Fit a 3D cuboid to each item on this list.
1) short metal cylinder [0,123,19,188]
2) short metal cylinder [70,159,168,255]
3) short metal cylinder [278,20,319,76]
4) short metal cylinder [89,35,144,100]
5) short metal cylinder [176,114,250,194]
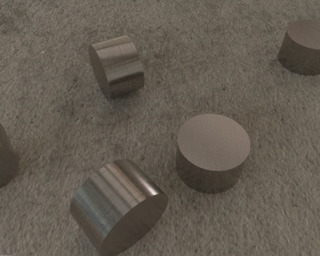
[{"bbox_3d":[-0.205,0.032,0.338,0.081,0.080,0.050,-27,55,-21],"label":"short metal cylinder"},{"bbox_3d":[-0.039,0.077,0.302,0.080,0.080,0.050,-34,58,-25],"label":"short metal cylinder"},{"bbox_3d":[0.239,-0.130,0.499,0.081,0.050,0.080,0,50,0],"label":"short metal cylinder"},{"bbox_3d":[-0.062,-0.086,0.439,0.050,0.080,0.080,-22,54,-18],"label":"short metal cylinder"},{"bbox_3d":[0.060,0.029,0.363,0.081,0.050,0.080,0,50,0],"label":"short metal cylinder"}]
